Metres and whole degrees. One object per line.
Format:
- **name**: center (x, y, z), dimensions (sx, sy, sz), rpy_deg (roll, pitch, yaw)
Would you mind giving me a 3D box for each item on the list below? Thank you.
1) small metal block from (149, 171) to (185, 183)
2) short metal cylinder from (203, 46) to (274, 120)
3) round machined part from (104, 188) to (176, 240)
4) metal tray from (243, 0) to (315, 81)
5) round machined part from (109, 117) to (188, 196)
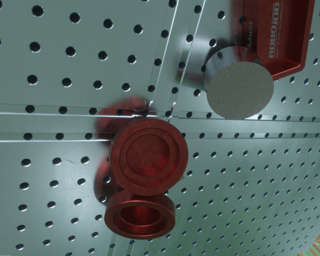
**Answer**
- **small metal block**: center (0.003, 0.064, 0.454), dimensions (0.050, 0.025, 0.050), rpy_deg (-31, 129, -9)
- **short metal cylinder**: center (0.097, -0.058, 0.395), dimensions (0.081, 0.050, 0.079), rpy_deg (0, 125, 1)
- **round machined part**: center (-0.027, 0.116, 0.442), dimensions (0.099, 0.042, 0.097), rpy_deg (0, 131, 1)
- **metal tray**: center (0.157, -0.129, 0.416), dimensions (0.091, 0.030, 0.129), rpy_deg (-21, 127, -17)
- **round machined part**: center (-0.017, 0.034, 0.399), dimensions (0.099, 0.042, 0.097), rpy_deg (-3, 100, -15)
